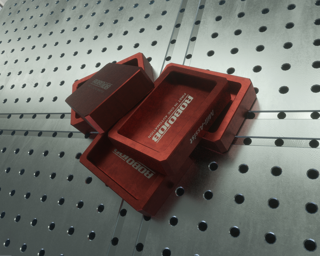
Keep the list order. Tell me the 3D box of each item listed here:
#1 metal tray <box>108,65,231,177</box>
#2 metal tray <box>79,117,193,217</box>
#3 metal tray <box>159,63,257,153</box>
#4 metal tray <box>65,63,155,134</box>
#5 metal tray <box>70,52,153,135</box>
[{"bbox_3d":[0.013,-0.015,0.368,0.090,0.030,0.130,22,62,36],"label":"metal tray"},{"bbox_3d":[-0.034,0.040,0.399,0.130,0.030,0.090,30,78,37],"label":"metal tray"},{"bbox_3d":[0.044,-0.031,0.401,0.130,0.030,0.090,21,72,36],"label":"metal tray"},{"bbox_3d":[-0.073,-0.047,0.421,0.090,0.030,0.130,-43,28,-11],"label":"metal tray"},{"bbox_3d":[-0.074,-0.053,0.477,0.130,0.030,0.090,-20,54,16],"label":"metal tray"}]
